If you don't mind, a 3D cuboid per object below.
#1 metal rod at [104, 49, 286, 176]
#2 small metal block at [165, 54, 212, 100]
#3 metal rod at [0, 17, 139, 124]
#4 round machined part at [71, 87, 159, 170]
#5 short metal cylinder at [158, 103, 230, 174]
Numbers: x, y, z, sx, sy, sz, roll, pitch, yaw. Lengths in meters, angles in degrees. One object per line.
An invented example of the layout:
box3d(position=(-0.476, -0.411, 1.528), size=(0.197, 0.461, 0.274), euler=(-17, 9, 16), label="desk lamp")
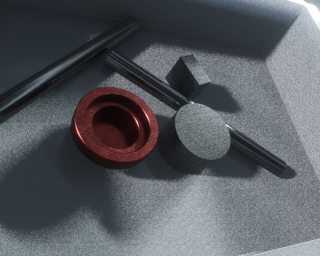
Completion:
box3d(position=(0.056, -0.019, 0.448), size=(0.301, 0.025, 0.025), euler=(32, 51, -8), label="metal rod")
box3d(position=(0.040, -0.072, 0.457), size=(0.025, 0.050, 0.050), euler=(-21, 73, -37), label="small metal block")
box3d(position=(-0.121, -0.073, 0.385), size=(0.025, 0.025, 0.301), euler=(42, 51, 0), label="metal rod")
box3d(position=(-0.055, 0.003, 0.364), size=(0.099, 0.042, 0.098), euler=(14, 56, -21), label="round machined part")
box3d(position=(0.044, 0.014, 0.406), size=(0.081, 0.050, 0.080), euler=(14, 56, -21), label="short metal cylinder")
